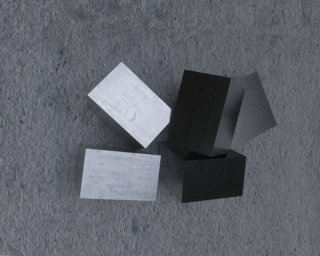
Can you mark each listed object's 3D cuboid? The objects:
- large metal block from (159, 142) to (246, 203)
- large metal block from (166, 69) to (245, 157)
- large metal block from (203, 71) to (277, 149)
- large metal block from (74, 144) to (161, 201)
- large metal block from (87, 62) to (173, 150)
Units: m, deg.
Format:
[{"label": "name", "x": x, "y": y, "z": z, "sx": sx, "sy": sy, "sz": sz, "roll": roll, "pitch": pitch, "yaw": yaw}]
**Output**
[{"label": "large metal block", "x": 0.050, "y": 0.051, "z": 0.394, "sx": 0.081, "sy": 0.080, "sz": 0.050, "roll": -2, "pitch": 102, "yaw": -20}, {"label": "large metal block", "x": 0.055, "y": -0.015, "z": 0.350, "sx": 0.050, "sy": 0.080, "sz": 0.080, "roll": 15, "pitch": 95, "yaw": 24}, {"label": "large metal block", "x": 0.104, "y": -0.024, "z": 0.434, "sx": 0.081, "sy": 0.050, "sz": 0.080, "roll": -26, "pitch": 99, "yaw": -18}, {"label": "large metal block", "x": -0.053, "y": 0.050, "z": 0.360, "sx": 0.081, "sy": 0.080, "sz": 0.050, "roll": 7, "pitch": 88, "yaw": -20}, {"label": "large metal block", "x": -0.037, "y": -0.021, "z": 0.360, "sx": 0.080, "sy": 0.080, "sz": 0.050, "roll": 43, "pitch": 77, "yaw": -7}]
